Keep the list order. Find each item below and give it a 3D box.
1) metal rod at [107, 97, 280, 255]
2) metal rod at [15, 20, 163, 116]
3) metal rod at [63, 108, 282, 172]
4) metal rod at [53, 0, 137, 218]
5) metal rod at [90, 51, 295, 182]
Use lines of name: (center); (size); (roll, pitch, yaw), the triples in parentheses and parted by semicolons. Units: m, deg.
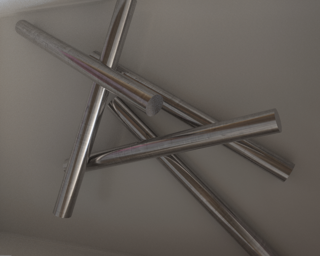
metal rod: (0.039, 0.067, 0.396); (0.300, 0.025, 0.025); (45, 104, 14)
metal rod: (-0.111, -0.091, 0.405); (0.300, 0.025, 0.025); (33, 101, 34)
metal rod: (-0.008, 0.025, 0.383); (0.300, 0.025, 0.025); (-15, 85, 30)
metal rod: (-0.087, -0.026, 0.410); (0.025, 0.025, 0.298); (18, 93, 19)
metal rod: (0.027, -0.024, 0.400); (0.300, 0.025, 0.025); (32, 100, 17)
